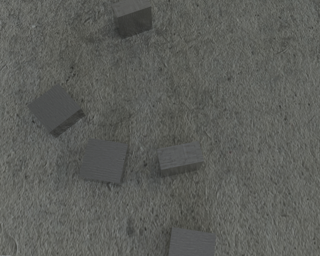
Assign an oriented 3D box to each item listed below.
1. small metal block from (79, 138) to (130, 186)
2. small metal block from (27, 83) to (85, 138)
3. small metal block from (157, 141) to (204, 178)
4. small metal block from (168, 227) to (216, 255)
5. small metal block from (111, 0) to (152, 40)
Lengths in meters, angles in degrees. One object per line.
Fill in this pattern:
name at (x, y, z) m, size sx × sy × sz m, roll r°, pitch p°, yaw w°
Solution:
small metal block at (-0.069, 0.043, 0.392) m, size 0.050 × 0.025 × 0.050 m, roll 9°, pitch 70°, yaw 3°
small metal block at (-0.138, -0.023, 0.415) m, size 0.050 × 0.025 × 0.050 m, roll -41°, pitch 75°, yaw -14°
small metal block at (0.023, 0.040, 0.380) m, size 0.050 × 0.050 × 0.025 m, roll -11°, pitch 71°, yaw -4°
small metal block at (0.035, 0.144, 0.356) m, size 0.050 × 0.025 × 0.050 m, roll 8°, pitch 70°, yaw 3°
small metal block at (-0.040, -0.162, 0.454) m, size 0.050 × 0.050 × 0.025 m, roll -22°, pitch 72°, yaw -8°
